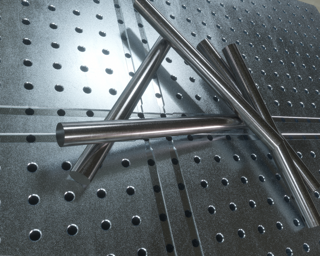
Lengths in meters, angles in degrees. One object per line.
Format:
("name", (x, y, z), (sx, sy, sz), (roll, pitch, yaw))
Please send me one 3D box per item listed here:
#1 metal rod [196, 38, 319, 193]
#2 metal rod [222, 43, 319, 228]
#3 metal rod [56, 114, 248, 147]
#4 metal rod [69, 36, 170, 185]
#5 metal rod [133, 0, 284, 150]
("metal rod", (0.157, -0.026, 0.510), (0.025, 0.025, 0.299), (-26, 76, -37))
("metal rod", (0.168, 0.004, 0.477), (0.025, 0.025, 0.299), (-14, 76, -34))
("metal rod", (0.020, -0.002, 0.401), (0.303, 0.025, 0.025), (-4, 64, -37))
("metal rod", (-0.034, -0.053, 0.423), (0.025, 0.025, 0.301), (32, 51, -8))
("metal rod", (0.069, -0.086, 0.464), (0.300, 0.025, 0.025), (48, 51, 6))
